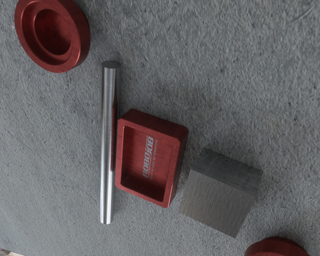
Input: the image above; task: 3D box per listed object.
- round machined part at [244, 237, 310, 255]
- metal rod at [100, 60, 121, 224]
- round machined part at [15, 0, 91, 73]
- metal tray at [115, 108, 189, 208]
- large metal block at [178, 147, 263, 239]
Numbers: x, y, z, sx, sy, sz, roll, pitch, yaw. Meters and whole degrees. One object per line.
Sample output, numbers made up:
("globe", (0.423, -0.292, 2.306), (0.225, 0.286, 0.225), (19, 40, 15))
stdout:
("round machined part", (0.166, 0.190, 0.426), (0.098, 0.042, 0.097), (13, 124, 21))
("metal rod", (-0.079, 0.042, 0.473), (0.025, 0.025, 0.298), (20, 126, 16))
("round machined part", (-0.128, -0.122, 0.388), (0.098, 0.042, 0.097), (13, 124, 21))
("metal tray", (-0.016, 0.045, 0.439), (0.090, 0.030, 0.129), (20, 126, 16))
("large metal block", (0.077, 0.083, 0.402), (0.080, 0.050, 0.079), (22, 127, 15))
